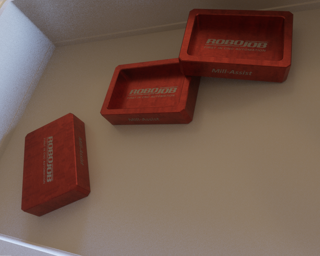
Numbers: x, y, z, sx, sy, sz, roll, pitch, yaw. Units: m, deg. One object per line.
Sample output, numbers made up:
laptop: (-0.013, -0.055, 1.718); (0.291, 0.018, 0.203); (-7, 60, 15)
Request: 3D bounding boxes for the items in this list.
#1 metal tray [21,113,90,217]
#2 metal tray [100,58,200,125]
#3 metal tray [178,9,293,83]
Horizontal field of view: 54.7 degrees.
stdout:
metal tray: (-0.152, 0.050, 0.449); (0.090, 0.030, 0.130); (-24, 53, 12)
metal tray: (-0.013, -0.051, 0.439); (0.130, 0.030, 0.090); (0, 61, 27)
metal tray: (0.097, -0.108, 0.395); (0.131, 0.030, 0.090); (7, 64, 14)
